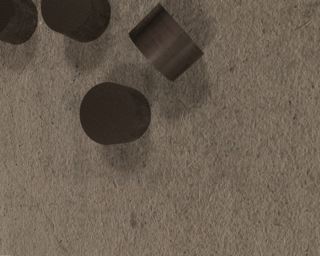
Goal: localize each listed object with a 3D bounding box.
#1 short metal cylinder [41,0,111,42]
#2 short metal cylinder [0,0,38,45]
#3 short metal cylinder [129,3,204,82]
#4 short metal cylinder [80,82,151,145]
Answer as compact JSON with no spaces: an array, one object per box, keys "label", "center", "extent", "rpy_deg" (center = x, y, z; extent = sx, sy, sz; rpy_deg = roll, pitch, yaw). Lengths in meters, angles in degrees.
[{"label":"short metal cylinder","center":[-0.117,-0.167,0.436],"extent":[0.080,0.050,0.079],"rpy_deg":[0,90,19]},{"label":"short metal cylinder","center":[-0.239,-0.175,0.478],"extent":[0.080,0.050,0.079],"rpy_deg":[0,90,19]},{"label":"short metal cylinder","center":[0.008,-0.103,0.376],"extent":[0.050,0.080,0.080],"rpy_deg":[-41,77,15]},{"label":"short metal cylinder","center":[-0.059,-0.018,0.415],"extent":[0.080,0.050,0.079],"rpy_deg":[0,90,19]}]
